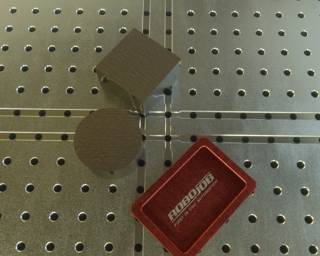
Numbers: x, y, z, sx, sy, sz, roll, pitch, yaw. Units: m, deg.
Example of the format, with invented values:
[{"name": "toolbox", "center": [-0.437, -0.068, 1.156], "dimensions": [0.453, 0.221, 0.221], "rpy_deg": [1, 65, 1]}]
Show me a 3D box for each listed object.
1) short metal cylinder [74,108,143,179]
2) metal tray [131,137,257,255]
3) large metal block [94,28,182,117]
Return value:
[{"name": "short metal cylinder", "center": [-0.062, 0.021, 0.390], "dimensions": [0.081, 0.050, 0.080], "rpy_deg": [0, 70, -1]}, {"name": "metal tray", "center": [0.041, 0.086, 0.378], "dimensions": [0.090, 0.030, 0.130], "rpy_deg": [43, 75, 14]}, {"name": "large metal block", "center": [-0.028, -0.076, 0.426], "dimensions": [0.080, 0.050, 0.080], "rpy_deg": [36, 74, 12]}]
